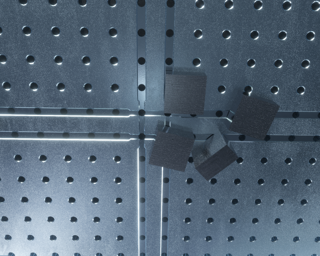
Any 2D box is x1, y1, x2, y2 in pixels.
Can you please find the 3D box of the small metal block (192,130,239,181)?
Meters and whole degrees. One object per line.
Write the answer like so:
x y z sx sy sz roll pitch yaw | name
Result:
0.072 0.036 0.414 0.050 0.050 0.025 -39 106 13 | small metal block

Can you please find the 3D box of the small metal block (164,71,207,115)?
0.031 -0.045 0.397 0.050 0.025 0.050 2 110 -2 | small metal block

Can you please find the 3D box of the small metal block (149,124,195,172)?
0.015 0.027 0.424 0.050 0.025 0.050 14 109 -6 | small metal block

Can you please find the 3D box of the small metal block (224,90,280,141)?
0.121 -0.017 0.409 0.050 0.025 0.050 17 109 -7 | small metal block
